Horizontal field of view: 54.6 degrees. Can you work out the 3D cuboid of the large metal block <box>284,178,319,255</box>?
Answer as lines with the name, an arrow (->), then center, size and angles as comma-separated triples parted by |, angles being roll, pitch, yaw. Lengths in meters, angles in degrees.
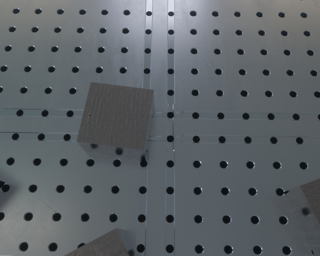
large metal block -> 0.209, 0.096, 0.364 | 0.080, 0.050, 0.080 | -18, 71, -7

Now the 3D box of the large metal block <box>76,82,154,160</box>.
large metal block -> -0.053, -0.008, 0.401 | 0.080, 0.050, 0.080 | 7, 70, 3

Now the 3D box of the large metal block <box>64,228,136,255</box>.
large metal block -> -0.067, 0.150, 0.328 | 0.080, 0.080, 0.050 | -26, 72, -9

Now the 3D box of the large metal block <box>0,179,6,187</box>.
large metal block -> -0.254, 0.071, 0.371 | 0.080, 0.050, 0.080 | 33, 73, 11
